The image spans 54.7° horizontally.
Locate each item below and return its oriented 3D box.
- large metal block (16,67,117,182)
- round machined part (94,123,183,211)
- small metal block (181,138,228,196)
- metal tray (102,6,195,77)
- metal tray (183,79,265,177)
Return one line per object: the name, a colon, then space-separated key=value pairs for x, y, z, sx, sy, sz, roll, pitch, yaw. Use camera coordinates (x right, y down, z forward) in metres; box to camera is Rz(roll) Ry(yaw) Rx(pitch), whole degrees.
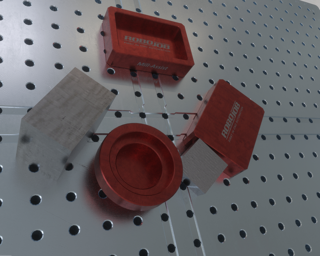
large metal block: x=-0.098 y=-0.002 z=0.322 sx=0.050 sy=0.080 sz=0.080 roll=35 pitch=51 yaw=-6
round machined part: x=-0.027 y=0.046 z=0.355 sx=0.099 sy=0.042 sz=0.098 roll=14 pitch=56 yaw=-21
small metal block: x=0.049 y=0.050 z=0.397 sx=0.050 sy=0.025 sz=0.050 roll=44 pitch=66 yaw=2
metal tray: x=-0.017 y=-0.130 z=0.475 sx=0.131 sy=0.030 sz=0.090 roll=4 pitch=60 yaw=-26
metal tray: x=0.100 y=-0.004 z=0.461 sx=0.090 sy=0.030 sz=0.130 roll=35 pitch=51 yaw=-5
